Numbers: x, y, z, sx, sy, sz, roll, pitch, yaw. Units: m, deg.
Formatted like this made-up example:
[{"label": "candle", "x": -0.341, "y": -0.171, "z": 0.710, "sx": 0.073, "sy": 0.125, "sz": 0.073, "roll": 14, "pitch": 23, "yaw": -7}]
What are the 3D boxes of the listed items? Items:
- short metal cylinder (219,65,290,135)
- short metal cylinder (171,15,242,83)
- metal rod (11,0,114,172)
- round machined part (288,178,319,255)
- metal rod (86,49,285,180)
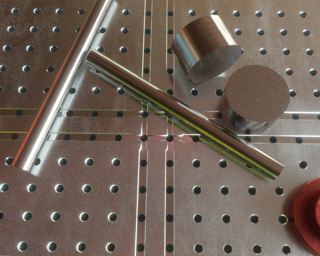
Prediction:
[{"label": "short metal cylinder", "x": 0.123, "y": -0.036, "z": 0.412, "sx": 0.081, "sy": 0.050, "sz": 0.080, "roll": 0, "pitch": 70, "yaw": 0}, {"label": "short metal cylinder", "x": 0.062, "y": -0.105, "z": 0.421, "sx": 0.080, "sy": 0.080, "sz": 0.050, "roll": -23, "pitch": 72, "yaw": -8}, {"label": "metal rod", "x": -0.129, "y": -0.082, "z": 0.440, "sx": 0.025, "sy": 0.025, "sz": 0.299, "roll": 17, "pitch": 71, "yaw": 6}, {"label": "round machined part", "x": 0.208, "y": 0.106, "z": 0.365, "sx": 0.099, "sy": 0.042, "sz": 0.098, "roll": 0, "pitch": 70, "yaw": 0}, {"label": "metal rod", "x": 0.026, "y": -0.023, "z": 0.420, "sx": 0.301, "sy": 0.025, "sz": 0.025, "roll": 32, "pitch": 73, "yaw": 11}]
